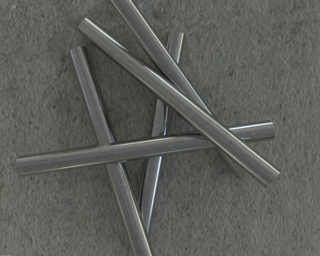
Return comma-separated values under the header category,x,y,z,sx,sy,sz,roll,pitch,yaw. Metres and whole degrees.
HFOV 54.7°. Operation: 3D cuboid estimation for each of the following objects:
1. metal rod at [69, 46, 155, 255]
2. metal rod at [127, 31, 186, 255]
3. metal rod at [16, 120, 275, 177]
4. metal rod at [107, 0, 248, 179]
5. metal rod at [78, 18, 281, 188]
category,x,y,z,sx,sy,sz,roll,pitch,yaw
metal rod,-0.060,0.038,0.394,0.025,0.025,0.299,-19,84,0
metal rod,-0.005,0.023,0.409,0.025,0.025,0.298,10,90,-1
metal rod,-0.014,0.024,0.370,0.302,0.025,0.025,-8,90,-3
metal rod,0.023,-0.058,0.386,0.025,0.025,0.299,-37,100,0
metal rod,0.011,-0.040,0.369,0.300,0.025,0.025,41,90,16
